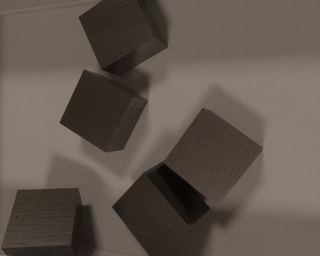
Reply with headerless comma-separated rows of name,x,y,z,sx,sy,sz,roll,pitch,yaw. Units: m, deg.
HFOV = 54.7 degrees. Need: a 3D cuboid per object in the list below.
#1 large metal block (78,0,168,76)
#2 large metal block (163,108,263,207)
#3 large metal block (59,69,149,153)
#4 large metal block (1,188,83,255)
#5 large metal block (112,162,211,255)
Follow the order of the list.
large metal block,-0.048,-0.127,0.413,0.080,0.050,0.080,-27,81,17
large metal block,0.065,0.033,0.374,0.080,0.050,0.080,38,102,15
large metal block,-0.076,-0.023,0.423,0.080,0.050,0.080,30,100,17
large metal block,-0.151,0.129,0.414,0.081,0.050,0.080,-1,47,-5
large metal block,0.000,0.099,0.384,0.080,0.050,0.080,49,124,13
